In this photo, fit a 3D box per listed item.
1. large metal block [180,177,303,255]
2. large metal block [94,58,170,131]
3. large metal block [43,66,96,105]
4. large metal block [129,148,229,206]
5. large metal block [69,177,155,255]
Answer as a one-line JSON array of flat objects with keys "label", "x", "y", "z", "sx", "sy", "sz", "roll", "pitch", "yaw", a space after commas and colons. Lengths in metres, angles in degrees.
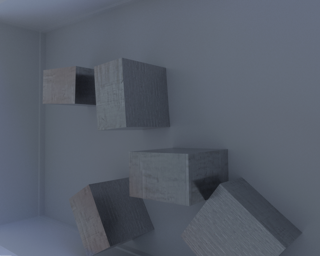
[{"label": "large metal block", "x": 0.082, "y": 0.111, "z": 0.322, "sx": 0.080, "sy": 0.050, "sz": 0.080, "roll": 45, "pitch": 117, "yaw": 30}, {"label": "large metal block", "x": -0.034, "y": -0.039, "z": 0.397, "sx": 0.050, "sy": 0.081, "sz": 0.080, "roll": -7, "pitch": 86, "yaw": 39}, {"label": "large metal block", "x": -0.117, "y": -0.059, "z": 0.465, "sx": 0.080, "sy": 0.081, "sz": 0.050, "roll": 4, "pitch": 92, "yaw": 39}, {"label": "large metal block", "x": 0.022, "y": 0.050, "z": 0.351, "sx": 0.080, "sy": 0.081, "sz": 0.050, "roll": -2, "pitch": 89, "yaw": 39}, {"label": "large metal block", "x": -0.065, "y": 0.118, "z": 0.423, "sx": 0.050, "sy": 0.081, "sz": 0.080, "roll": -37, "pitch": 68, "yaw": 34}]
